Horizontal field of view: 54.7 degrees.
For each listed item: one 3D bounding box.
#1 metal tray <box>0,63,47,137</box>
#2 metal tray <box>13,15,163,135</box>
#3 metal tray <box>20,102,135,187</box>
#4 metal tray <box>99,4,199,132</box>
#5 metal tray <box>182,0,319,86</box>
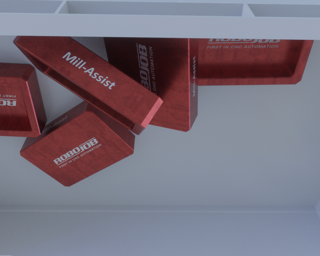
[{"bbox_3d":[-0.214,-0.033,0.374,0.131,0.030,0.089,2,130,-3],"label":"metal tray"},{"bbox_3d":[-0.064,-0.043,0.300,0.130,0.090,0.030,33,81,-3],"label":"metal tray"},{"bbox_3d":[-0.111,0.024,0.425,0.130,0.030,0.090,-28,125,22],"label":"metal tray"},{"bbox_3d":[-0.007,-0.060,0.332,0.090,0.030,0.129,12,134,19],"label":"metal tray"},{"bbox_3d":[0.090,-0.091,0.328,0.131,0.030,0.089,-1,130,0],"label":"metal tray"}]
